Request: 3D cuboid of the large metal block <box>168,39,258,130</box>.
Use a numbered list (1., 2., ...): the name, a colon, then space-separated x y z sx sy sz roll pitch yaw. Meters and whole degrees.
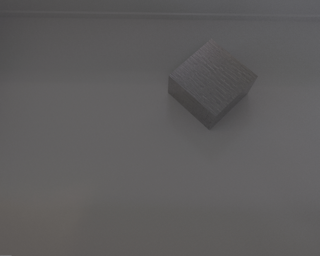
1. large metal block: 0.068 -0.058 0.418 0.080 0.050 0.080 -43 76 -14
